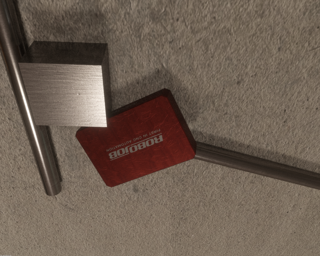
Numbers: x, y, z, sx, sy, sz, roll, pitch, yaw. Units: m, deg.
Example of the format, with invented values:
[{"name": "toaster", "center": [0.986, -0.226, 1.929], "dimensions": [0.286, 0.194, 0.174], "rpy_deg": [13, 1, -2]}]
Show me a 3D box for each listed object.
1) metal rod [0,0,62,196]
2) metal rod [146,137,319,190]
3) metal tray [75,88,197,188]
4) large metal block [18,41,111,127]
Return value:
[{"name": "metal rod", "center": [-0.162, -0.016, 0.390], "dimensions": [0.025, 0.025, 0.298], "rpy_deg": [1, 130, -2]}, {"name": "metal rod", "center": [0.121, 0.050, 0.451], "dimensions": [0.302, 0.025, 0.025], "rpy_deg": [15, 129, -13]}, {"name": "metal tray", "center": [-0.030, 0.015, 0.398], "dimensions": [0.130, 0.030, 0.090], "rpy_deg": [-22, 108, 17]}, {"name": "large metal block", "center": [-0.100, -0.049, 0.348], "dimensions": [0.081, 0.050, 0.079], "rpy_deg": [2, 130, -2]}]
